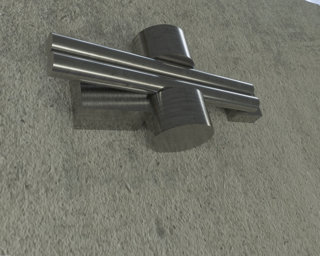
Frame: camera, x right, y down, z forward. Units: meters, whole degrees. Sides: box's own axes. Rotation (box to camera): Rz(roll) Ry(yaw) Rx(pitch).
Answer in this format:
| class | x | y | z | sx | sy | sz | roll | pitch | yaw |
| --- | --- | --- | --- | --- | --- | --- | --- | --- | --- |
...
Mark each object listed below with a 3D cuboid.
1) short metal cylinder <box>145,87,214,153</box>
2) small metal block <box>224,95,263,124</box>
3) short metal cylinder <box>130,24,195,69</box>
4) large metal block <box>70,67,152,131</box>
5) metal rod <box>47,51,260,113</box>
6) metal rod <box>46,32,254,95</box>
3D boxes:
| class | x | y | z | sx | sy | sz | roll | pitch | yaw |
| --- | --- | --- | --- | --- | --- | --- | --- | --- | --- |
| short metal cylinder | 0.022 | -0.008 | 0.386 | 0.081 | 0.080 | 0.050 | 1 | 61 | -28 |
| small metal block | 0.130 | -0.036 | 0.497 | 0.050 | 0.025 | 0.050 | 3 | 61 | -27 |
| short metal cylinder | 0.003 | -0.096 | 0.430 | 0.081 | 0.080 | 0.050 | 1 | 61 | -28 |
| large metal block | -0.064 | -0.043 | 0.382 | 0.081 | 0.050 | 0.080 | 2 | 61 | -27 |
| metal rod | 0.017 | -0.049 | 0.387 | 0.302 | 0.025 | 0.025 | 6 | 59 | -34 |
| metal rod | 0.012 | -0.071 | 0.398 | 0.302 | 0.025 | 0.025 | 6 | 59 | -34 |
